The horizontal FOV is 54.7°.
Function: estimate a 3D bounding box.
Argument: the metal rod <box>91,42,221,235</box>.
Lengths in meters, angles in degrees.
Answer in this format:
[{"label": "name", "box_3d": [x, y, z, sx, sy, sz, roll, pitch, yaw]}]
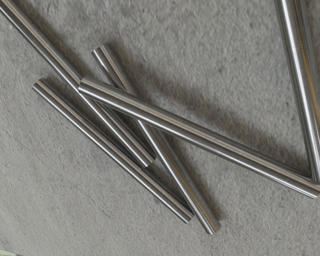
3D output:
[{"label": "metal rod", "box_3d": [0.002, 0.024, 0.419, 0.025, 0.025, 0.299, -22, 107, 36]}]

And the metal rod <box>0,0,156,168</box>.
[{"label": "metal rod", "box_3d": [-0.113, -0.063, 0.425, 0.300, 0.025, 0.025, 48, 129, -6]}]

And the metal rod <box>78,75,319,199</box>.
[{"label": "metal rod", "box_3d": [0.043, 0.008, 0.368, 0.301, 0.025, 0.025, 24, 127, 5]}]

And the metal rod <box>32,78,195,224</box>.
[{"label": "metal rod", "box_3d": [-0.067, 0.034, 0.461, 0.300, 0.025, 0.025, 41, 129, -1]}]

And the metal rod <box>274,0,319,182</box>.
[{"label": "metal rod", "box_3d": [0.130, -0.077, 0.290, 0.025, 0.025, 0.299, -8, 115, 31]}]
